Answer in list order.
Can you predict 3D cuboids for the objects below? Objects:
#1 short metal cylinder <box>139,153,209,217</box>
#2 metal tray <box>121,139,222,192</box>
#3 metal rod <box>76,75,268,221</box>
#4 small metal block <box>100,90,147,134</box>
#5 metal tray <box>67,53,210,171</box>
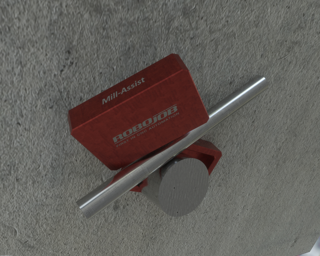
[{"bbox_3d":[0.019,0.071,0.416,0.081,0.050,0.079,-10,108,-31],"label":"short metal cylinder"},{"bbox_3d":[0.017,0.053,0.447,0.131,0.030,0.089,16,110,-35],"label":"metal tray"},{"bbox_3d":[0.031,0.013,0.396,0.302,0.025,0.025,-34,130,-21],"label":"metal rod"},{"bbox_3d":[-0.040,-0.019,0.358,0.050,0.050,0.025,9,113,-33],"label":"small metal block"},{"bbox_3d":[-0.020,-0.012,0.337,0.130,0.030,0.090,-28,139,4],"label":"metal tray"}]
